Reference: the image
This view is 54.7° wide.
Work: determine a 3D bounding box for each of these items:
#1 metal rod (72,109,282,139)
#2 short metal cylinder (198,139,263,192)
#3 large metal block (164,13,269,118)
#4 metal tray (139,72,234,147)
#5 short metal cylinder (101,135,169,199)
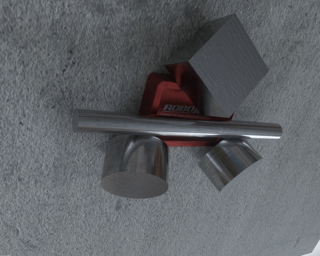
[{"bbox_3d":[0.044,-0.001,0.393,0.302,0.025,0.025,3,117,-30],"label":"metal rod"},{"bbox_3d":[0.104,0.052,0.460,0.080,0.050,0.080,-32,158,-15],"label":"short metal cylinder"},{"bbox_3d":[0.066,-0.069,0.357,0.080,0.050,0.080,-48,115,-16],"label":"large metal block"},{"bbox_3d":[0.038,-0.021,0.414,0.131,0.030,0.089,2,118,-29],"label":"metal tray"},{"bbox_3d":[-0.029,0.049,0.383,0.080,0.050,0.080,1,146,1],"label":"short metal cylinder"}]
